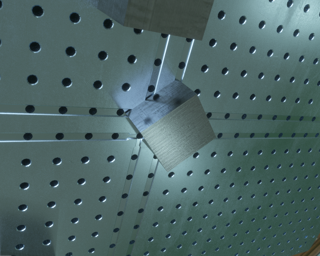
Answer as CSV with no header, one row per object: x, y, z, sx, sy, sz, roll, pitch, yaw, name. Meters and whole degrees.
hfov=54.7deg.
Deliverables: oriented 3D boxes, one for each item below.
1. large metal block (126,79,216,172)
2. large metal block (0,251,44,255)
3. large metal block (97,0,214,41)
0.016,-0.003,0.404,0.080,0.050,0.080,-35,129,-5,large metal block
-0.182,0.218,0.412,0.080,0.080,0.050,27,103,-38,large metal block
-0.006,-0.125,0.296,0.081,0.080,0.050,1,118,-29,large metal block
